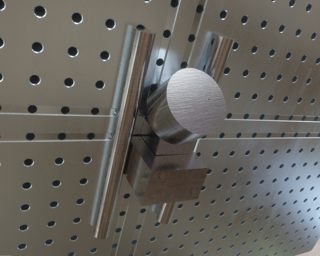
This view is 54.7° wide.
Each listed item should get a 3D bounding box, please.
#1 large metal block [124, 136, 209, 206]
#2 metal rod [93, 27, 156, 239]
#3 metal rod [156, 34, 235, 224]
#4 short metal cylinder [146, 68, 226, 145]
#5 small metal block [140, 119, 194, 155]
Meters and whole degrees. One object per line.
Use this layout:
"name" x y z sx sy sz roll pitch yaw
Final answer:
"large metal block" 0.003 0.052 0.406 0.081 0.080 0.050 1 118 -29
"metal rod" -0.052 0.025 0.398 0.025 0.025 0.298 1 118 -29
"metal rod" 0.044 0.017 0.446 0.025 0.025 0.298 2 118 -29
"short metal cylinder" 0.031 -0.024 0.369 0.081 0.050 0.080 9 70 -27
"small metal block" 0.009 0.011 0.406 0.050 0.050 0.025 1 118 -30
